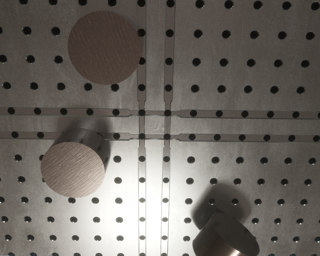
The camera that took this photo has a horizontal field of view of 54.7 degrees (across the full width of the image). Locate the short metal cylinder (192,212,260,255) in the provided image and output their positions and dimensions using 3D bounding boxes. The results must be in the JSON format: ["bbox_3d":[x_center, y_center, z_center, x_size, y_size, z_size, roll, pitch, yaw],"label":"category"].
[{"bbox_3d":[0.095,0.169,0.448,0.080,0.080,0.050,28,108,-10],"label":"short metal cylinder"}]

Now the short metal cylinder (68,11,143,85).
[{"bbox_3d":[-0.061,-0.095,0.364,0.081,0.050,0.079,0,110,-1],"label":"short metal cylinder"}]

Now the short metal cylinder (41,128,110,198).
[{"bbox_3d":[-0.111,0.046,0.415,0.081,0.050,0.079,0,110,-1],"label":"short metal cylinder"}]
